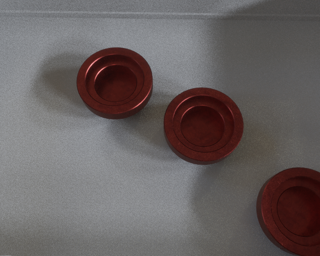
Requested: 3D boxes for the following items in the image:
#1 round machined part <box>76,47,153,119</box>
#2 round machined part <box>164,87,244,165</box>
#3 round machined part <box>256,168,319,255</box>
[{"bbox_3d":[-0.059,-0.057,0.421,0.099,0.042,0.098,0,70,0],"label":"round machined part"},{"bbox_3d":[0.054,0.000,0.401,0.099,0.042,0.098,0,70,0],"label":"round machined part"},{"bbox_3d":[0.163,0.099,0.365,0.099,0.042,0.098,0,70,0],"label":"round machined part"}]
